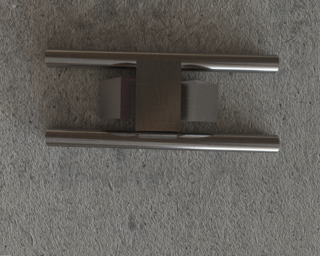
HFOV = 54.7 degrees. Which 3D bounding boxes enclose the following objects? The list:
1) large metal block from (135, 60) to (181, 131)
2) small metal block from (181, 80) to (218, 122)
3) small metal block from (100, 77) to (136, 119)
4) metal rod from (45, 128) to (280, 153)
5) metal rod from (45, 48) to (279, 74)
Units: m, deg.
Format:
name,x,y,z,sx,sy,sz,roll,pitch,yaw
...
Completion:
name,x,y,z,sx,sy,sz,roll,pitch,yaw
large metal block,-0.002,-0.037,0.386,0.050,0.080,0.079,1,90,0
small metal block,0.051,-0.033,0.398,0.025,0.050,0.050,0,90,41
small metal block,-0.053,-0.037,0.397,0.025,0.050,0.050,1,91,-40
metal rod,0.004,0.017,0.411,0.302,0.025,0.025,2,90,-1
metal rod,0.003,-0.089,0.411,0.302,0.025,0.025,1,90,-1
